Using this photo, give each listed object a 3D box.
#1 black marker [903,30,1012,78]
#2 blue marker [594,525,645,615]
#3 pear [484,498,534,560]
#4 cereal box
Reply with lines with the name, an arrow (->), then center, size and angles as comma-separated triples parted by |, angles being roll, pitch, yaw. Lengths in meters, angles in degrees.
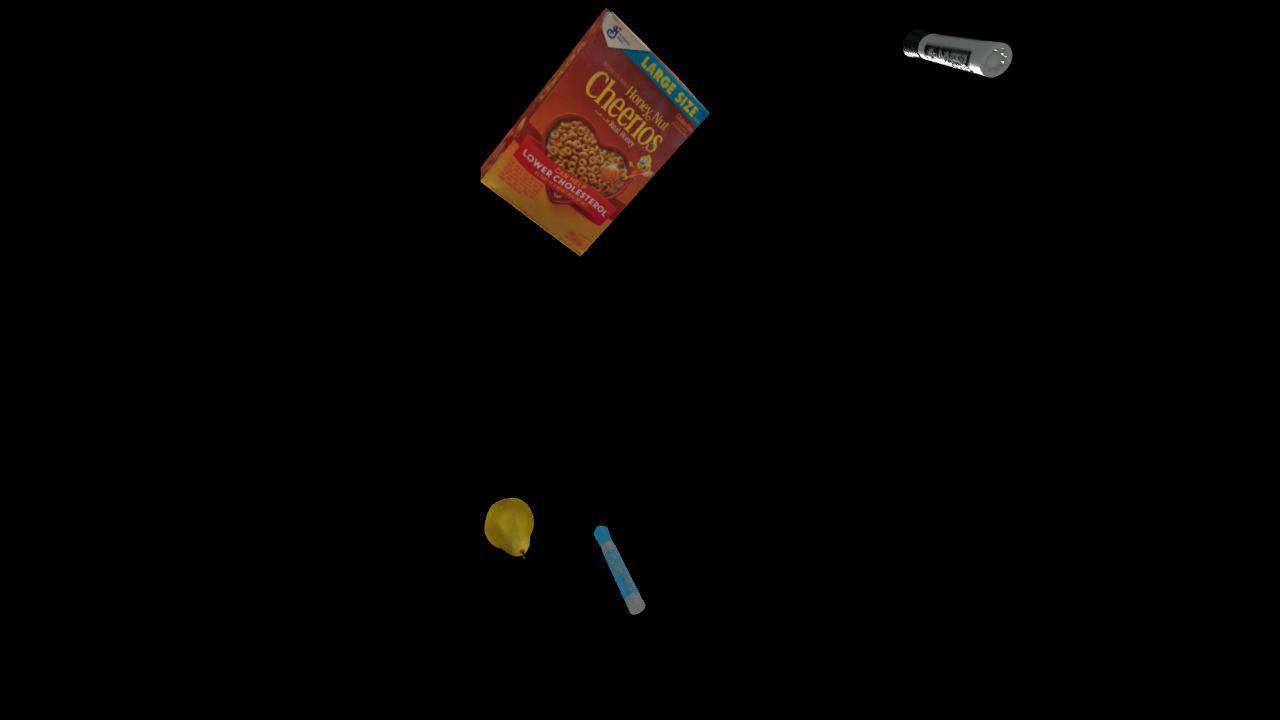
black marker -> 0.208, -0.209, 0.415 | 0.020, 0.020, 0.121 | 0, 32, -3
blue marker -> -0.027, 0.239, 0.714 | 0.020, 0.020, 0.121 | 0, 32, -29
pear -> -0.189, 0.266, 0.931 | 0.080, 0.080, 0.111 | 0, 38, -34
cereal box -> -0.072, -0.336, 0.943 | 0.203, 0.306, 0.081 | 35, 21, -32
